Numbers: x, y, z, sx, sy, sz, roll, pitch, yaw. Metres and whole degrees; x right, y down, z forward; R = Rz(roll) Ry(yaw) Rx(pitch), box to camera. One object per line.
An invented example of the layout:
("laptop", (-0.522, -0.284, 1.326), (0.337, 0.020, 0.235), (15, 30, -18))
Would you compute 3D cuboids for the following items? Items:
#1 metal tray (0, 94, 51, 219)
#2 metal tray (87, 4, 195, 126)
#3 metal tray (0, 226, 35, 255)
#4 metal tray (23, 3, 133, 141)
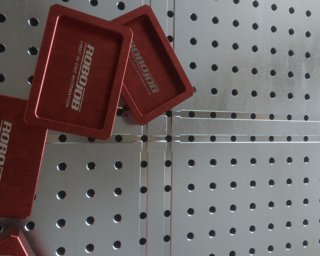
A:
("metal tray", (-0.179, 0.029, 0.344), (0.091, 0.030, 0.129), (11, 86, -20))
("metal tray", (-0.024, -0.079, 0.400), (0.090, 0.030, 0.130), (-32, 101, -17))
("metal tray", (-0.162, 0.181, 0.317), (0.091, 0.030, 0.129), (-26, 99, -18))
("metal tray", (-0.088, -0.058, 0.344), (0.091, 0.030, 0.129), (13, 86, -20))
